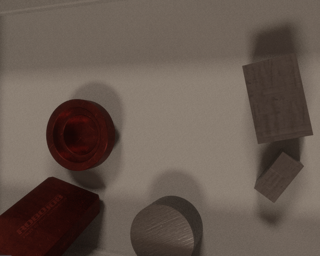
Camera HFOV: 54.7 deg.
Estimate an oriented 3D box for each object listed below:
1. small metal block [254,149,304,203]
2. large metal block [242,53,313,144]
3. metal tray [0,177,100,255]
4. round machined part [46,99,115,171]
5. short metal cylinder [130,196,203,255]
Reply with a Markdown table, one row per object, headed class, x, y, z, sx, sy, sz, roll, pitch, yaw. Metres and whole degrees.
| class | x | y | z | sx | sy | sz | roll | pitch | yaw |
| --- | --- | --- | --- | --- | --- | --- | --- | --- | --- |
| small metal block | 0.133 | 0.052 | 0.350 | 0.025 | 0.050 | 0.050 | 37 | 102 | 16 |
| large metal block | 0.126 | -0.028 | 0.337 | 0.050 | 0.080 | 0.080 | -12 | 86 | 19 |
| metal tray | -0.152 | 0.124 | 0.407 | 0.090 | 0.131 | 0.030 | 17 | 122 | 19 |
| round machined part | -0.107 | 0.009 | 0.438 | 0.098 | 0.042 | 0.097 | 0 | 90 | 19 |
| short metal cylinder | 0.010 | 0.131 | 0.393 | 0.080 | 0.050 | 0.079 | 0 | 90 | 19 |
